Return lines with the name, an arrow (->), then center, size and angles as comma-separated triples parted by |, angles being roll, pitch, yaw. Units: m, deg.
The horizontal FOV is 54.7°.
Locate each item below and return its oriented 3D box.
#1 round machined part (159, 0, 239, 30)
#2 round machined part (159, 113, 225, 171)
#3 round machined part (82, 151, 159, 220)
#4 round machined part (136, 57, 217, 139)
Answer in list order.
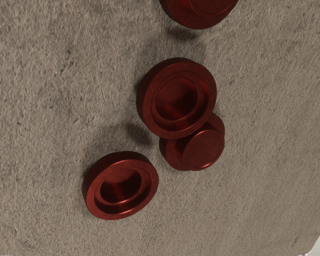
round machined part -> 0.049, -0.154, 0.329 | 0.099, 0.042, 0.097 | -14, 125, -21
round machined part -> 0.052, 0.022, 0.440 | 0.099, 0.042, 0.097 | -14, 125, -21
round machined part -> -0.055, 0.071, 0.411 | 0.099, 0.042, 0.097 | -14, 125, -21
round machined part -> 0.016, -0.039, 0.380 | 0.099, 0.042, 0.097 | -12, 120, -21
